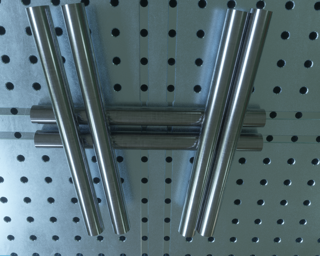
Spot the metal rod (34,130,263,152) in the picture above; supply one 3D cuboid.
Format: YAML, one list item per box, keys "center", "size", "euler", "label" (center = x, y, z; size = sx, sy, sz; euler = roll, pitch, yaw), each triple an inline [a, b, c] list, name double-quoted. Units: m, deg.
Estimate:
- center: [-0.014, 0.017, 0.420]
  size: [0.302, 0.025, 0.025]
  euler: [1, 110, -1]
  label: "metal rod"

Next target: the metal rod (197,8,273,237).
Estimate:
- center: [0.088, 0.009, 0.391]
  size: [0.025, 0.025, 0.298]
  euler: [9, 110, -3]
  label: "metal rod"

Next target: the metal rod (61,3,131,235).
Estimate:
- center: [-0.075, 0.004, 0.388]
  size: [0.025, 0.025, 0.298]
  euler: [-8, 110, 3]
  label: "metal rod"

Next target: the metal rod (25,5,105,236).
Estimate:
- center: [-0.113, 0.007, 0.389]
  size: [0.025, 0.025, 0.298]
  euler: [-8, 110, 3]
  label: "metal rod"

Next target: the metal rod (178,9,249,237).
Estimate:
- center: [0.062, 0.009, 0.391]
  size: [0.025, 0.025, 0.298]
  euler: [9, 110, -3]
  label: "metal rod"

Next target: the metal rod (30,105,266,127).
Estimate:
- center: [-0.014, -0.015, 0.408]
  size: [0.302, 0.025, 0.025]
  euler: [1, 110, -1]
  label: "metal rod"
